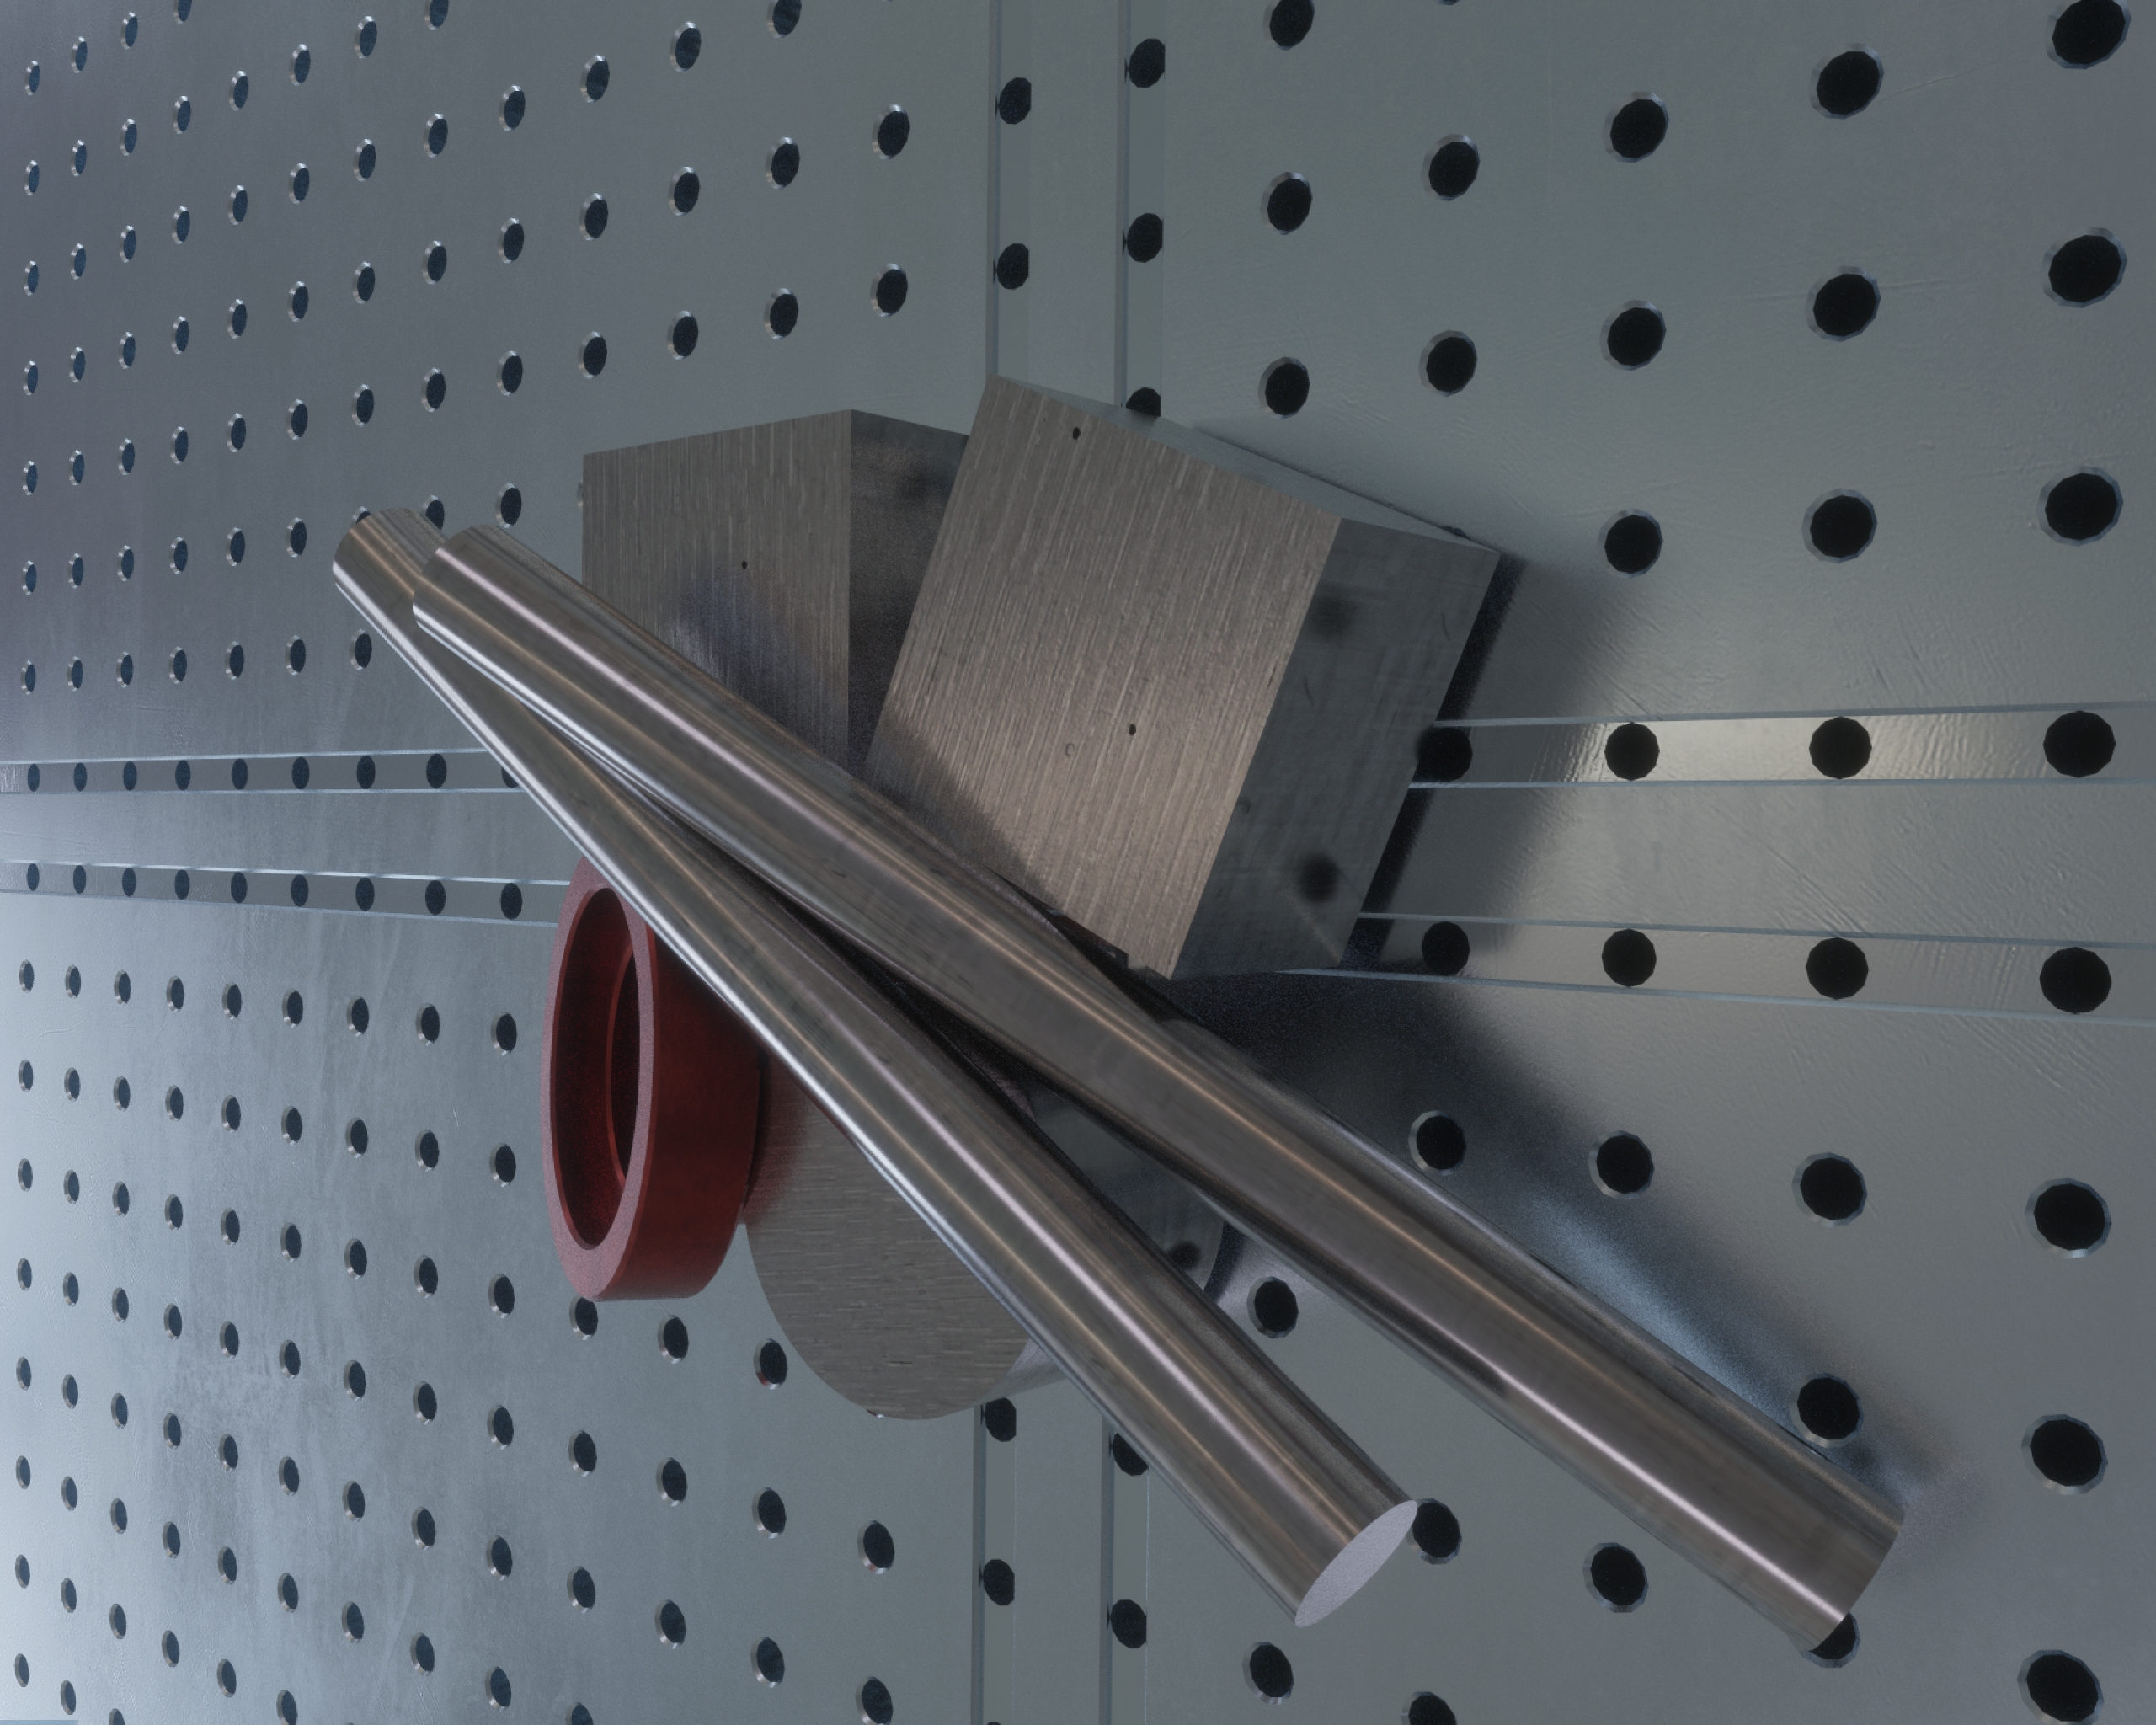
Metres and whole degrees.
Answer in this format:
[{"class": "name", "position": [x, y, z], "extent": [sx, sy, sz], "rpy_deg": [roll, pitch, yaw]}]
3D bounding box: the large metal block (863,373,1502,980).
[{"class": "large metal block", "position": [0.016, -0.034, 0.374], "extent": [0.080, 0.050, 0.079], "rpy_deg": [31, 109, 35]}]

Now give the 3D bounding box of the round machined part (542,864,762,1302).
[{"class": "round machined part", "position": [-0.083, 0.044, 0.447], "extent": [0.098, 0.042, 0.097], "rpy_deg": [-13, 75, 62]}]

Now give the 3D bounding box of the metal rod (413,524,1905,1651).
[{"class": "metal rod", "position": [-0.002, 0.026, 0.357], "extent": [0.300, 0.025, 0.025], "rpy_deg": [34, 112, 19]}]

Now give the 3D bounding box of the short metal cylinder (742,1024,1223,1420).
[{"class": "short metal cylinder", "position": [-0.019, 0.062, 0.402], "extent": [0.080, 0.050, 0.079], "rpy_deg": [0, 90, 40]}]

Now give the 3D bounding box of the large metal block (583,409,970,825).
[{"class": "large metal block", "position": [-0.057, -0.045, 0.431], "extent": [0.080, 0.050, 0.079], "rpy_deg": [1, 91, 40]}]

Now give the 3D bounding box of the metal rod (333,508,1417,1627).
[{"class": "metal rod", "position": [-0.056, 0.018, 0.383], "extent": [0.300, 0.025, 0.025], "rpy_deg": [41, 115, 31]}]
